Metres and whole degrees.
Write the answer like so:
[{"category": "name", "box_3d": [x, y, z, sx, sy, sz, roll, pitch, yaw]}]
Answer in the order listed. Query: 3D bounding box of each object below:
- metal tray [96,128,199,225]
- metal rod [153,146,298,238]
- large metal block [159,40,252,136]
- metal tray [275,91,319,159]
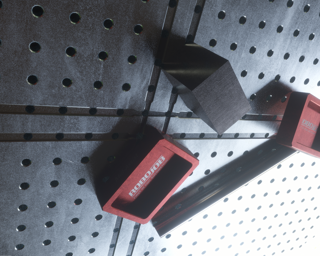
[{"category": "metal tray", "box_3d": [-0.016, 0.073, 0.445, 0.090, 0.030, 0.130, 34, 99, -39]}, {"category": "metal rod", "box_3d": [0.125, 0.101, 0.544, 0.302, 0.025, 0.025, -29, 129, -10]}, {"category": "large metal block", "box_3d": [0.055, -0.050, 0.377, 0.050, 0.080, 0.080, -40, 130, -1]}, {"category": "metal tray", "box_3d": [0.261, -0.001, 0.536, 0.131, 0.030, 0.090, 18, 91, -36]}]
